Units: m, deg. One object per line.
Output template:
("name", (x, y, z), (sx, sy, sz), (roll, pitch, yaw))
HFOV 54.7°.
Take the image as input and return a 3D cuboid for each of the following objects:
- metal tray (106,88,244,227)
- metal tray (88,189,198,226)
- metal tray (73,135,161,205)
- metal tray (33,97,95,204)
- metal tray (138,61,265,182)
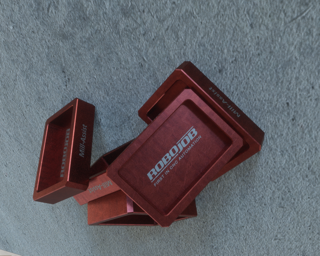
("metal tray", (0.016, 0.031, 0.346), (0.090, 0.030, 0.130), (44, 84, -3))
("metal tray", (-0.022, 0.114, 0.433), (0.090, 0.131, 0.030), (-27, 59, 37))
("metal tray", (-0.057, 0.053, 0.428), (0.130, 0.090, 0.030), (-27, 104, 37))
("metal tray", (-0.134, 0.032, 0.436), (0.090, 0.130, 0.030), (-27, 142, 36))
("metal tray", (0.048, -0.005, 0.376), (0.130, 0.030, 0.090), (43, 129, -3))
